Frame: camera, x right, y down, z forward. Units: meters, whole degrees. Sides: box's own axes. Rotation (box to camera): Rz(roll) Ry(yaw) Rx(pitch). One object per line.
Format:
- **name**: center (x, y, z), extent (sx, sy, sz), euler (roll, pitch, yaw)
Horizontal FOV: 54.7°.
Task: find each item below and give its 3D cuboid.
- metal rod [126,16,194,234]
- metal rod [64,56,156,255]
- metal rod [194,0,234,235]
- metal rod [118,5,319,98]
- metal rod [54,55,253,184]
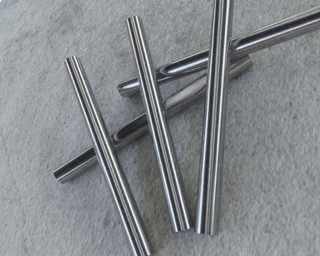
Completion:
- **metal rod**: center (-0.006, -0.023, 0.388), extent (0.025, 0.025, 0.299), euler (-21, 63, 15)
- **metal rod**: center (-0.074, 0.019, 0.397), extent (0.025, 0.025, 0.299), euler (-31, 62, 8)
- **metal rod**: center (0.064, -0.038, 0.348), extent (0.025, 0.025, 0.299), euler (0, 75, 28)
- **metal rod**: center (0.070, -0.092, 0.393), extent (0.300, 0.025, 0.025), euler (-15, 55, 30)
- **metal rod**: center (-0.014, -0.011, 0.416), extent (0.300, 0.025, 0.025), euler (-32, 52, 7)
